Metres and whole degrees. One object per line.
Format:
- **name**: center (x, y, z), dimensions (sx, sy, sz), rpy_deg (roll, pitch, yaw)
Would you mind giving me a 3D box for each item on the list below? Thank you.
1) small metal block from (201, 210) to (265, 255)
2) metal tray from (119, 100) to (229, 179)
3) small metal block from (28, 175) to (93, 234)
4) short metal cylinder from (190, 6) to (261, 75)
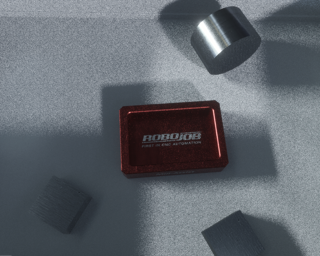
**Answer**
- **small metal block**: center (0.084, 0.132, 0.363), dimensions (0.050, 0.025, 0.050), rpy_deg (-27, 73, -10)
- **metal tray**: center (0.016, 0.014, 0.401), dimensions (0.131, 0.030, 0.090), rpy_deg (-4, 70, -2)
- **small metal block**: center (-0.119, 0.093, 0.374), dimensions (0.050, 0.025, 0.050), rpy_deg (28, 72, 9)
- **short metal cylinder**: center (0.089, -0.118, 0.425), dimensions (0.080, 0.080, 0.050), rpy_deg (-25, 72, -9)
